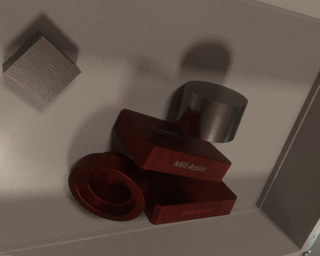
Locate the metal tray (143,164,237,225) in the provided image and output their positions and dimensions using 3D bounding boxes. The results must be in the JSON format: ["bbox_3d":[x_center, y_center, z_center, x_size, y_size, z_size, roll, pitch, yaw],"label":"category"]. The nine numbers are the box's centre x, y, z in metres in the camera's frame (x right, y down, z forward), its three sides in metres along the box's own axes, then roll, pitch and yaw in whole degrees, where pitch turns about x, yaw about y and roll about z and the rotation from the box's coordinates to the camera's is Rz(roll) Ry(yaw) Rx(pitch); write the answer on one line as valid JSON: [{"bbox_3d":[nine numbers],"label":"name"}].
[{"bbox_3d":[0.031,0.088,0.439,0.131,0.090,0.030,2,117,-30],"label":"metal tray"}]

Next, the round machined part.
[{"bbox_3d":[-0.060,0.068,0.387,0.098,0.042,0.097,9,127,12],"label":"round machined part"}]

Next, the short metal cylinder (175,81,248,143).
[{"bbox_3d":[0.065,-0.023,0.396,0.081,0.080,0.050,0,119,-29],"label":"short metal cylinder"}]

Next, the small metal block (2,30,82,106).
[{"bbox_3d":[-0.117,-0.059,0.309,0.050,0.025,0.050,-43,130,1],"label":"small metal block"}]

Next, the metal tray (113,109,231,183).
[{"bbox_3d":[0.016,0.023,0.391,0.131,0.090,0.030,16,110,-35],"label":"metal tray"}]
